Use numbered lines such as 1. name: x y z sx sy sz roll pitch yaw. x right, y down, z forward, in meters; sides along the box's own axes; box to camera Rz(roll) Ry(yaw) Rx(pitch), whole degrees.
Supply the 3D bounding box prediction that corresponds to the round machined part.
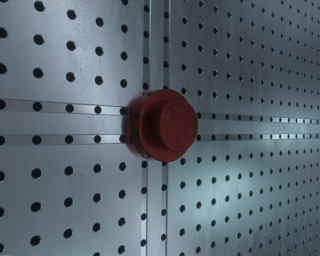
1. round machined part: 0.012 -0.003 0.410 0.099 0.042 0.097 0 90 -40
